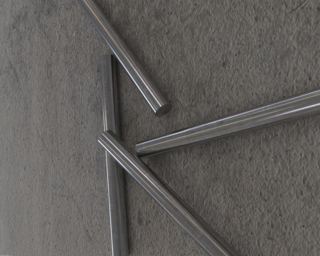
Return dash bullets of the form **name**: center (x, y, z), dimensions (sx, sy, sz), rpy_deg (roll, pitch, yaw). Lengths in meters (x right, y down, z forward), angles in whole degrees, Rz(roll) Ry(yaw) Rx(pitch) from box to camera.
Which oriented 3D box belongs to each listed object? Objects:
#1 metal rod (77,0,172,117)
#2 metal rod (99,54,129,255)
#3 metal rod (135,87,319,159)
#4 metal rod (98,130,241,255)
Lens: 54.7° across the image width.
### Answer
- **metal rod**: center (-0.071, -0.135, 0.463), dimensions (0.025, 0.025, 0.299), rpy_deg (-49, 61, 29)
- **metal rod**: center (-0.069, 0.040, 0.461), dimensions (0.025, 0.025, 0.298), rpy_deg (-7, 85, 40)
- **metal rod**: center (0.087, -0.006, 0.332), dimensions (0.299, 0.025, 0.025), rpy_deg (-18, 79, 38)
- **metal rod**: center (0.024, 0.100, 0.370), dimensions (0.300, 0.025, 0.025), rpy_deg (40, 115, 27)
